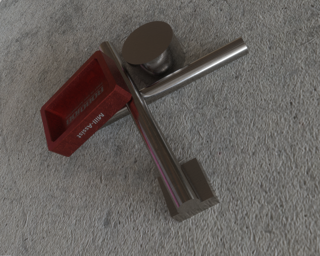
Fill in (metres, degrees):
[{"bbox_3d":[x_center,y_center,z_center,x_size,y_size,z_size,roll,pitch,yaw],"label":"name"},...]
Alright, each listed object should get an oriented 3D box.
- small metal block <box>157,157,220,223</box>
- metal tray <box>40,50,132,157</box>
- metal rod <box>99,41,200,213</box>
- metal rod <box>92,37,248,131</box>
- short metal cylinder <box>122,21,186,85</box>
[{"bbox_3d":[0.031,0.069,0.345,0.050,0.025,0.050,-29,52,9],"label":"small metal block"},{"bbox_3d":[-0.106,-0.034,0.427,0.130,0.030,0.090,-41,50,15],"label":"metal tray"},{"bbox_3d":[-0.028,-0.025,0.402,0.025,0.025,0.300,-34,52,6],"label":"metal rod"},{"bbox_3d":[-0.020,-0.045,0.442,0.301,0.025,0.025,-26,53,11],"label":"metal rod"},{"bbox_3d":[-0.009,-0.111,0.459,0.080,0.050,0.080,-13,56,20],"label":"short metal cylinder"}]
